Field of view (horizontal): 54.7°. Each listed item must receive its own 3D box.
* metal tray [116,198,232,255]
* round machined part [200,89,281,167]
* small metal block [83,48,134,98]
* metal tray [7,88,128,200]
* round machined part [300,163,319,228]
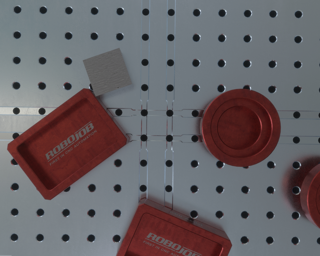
[{"bbox_3d":[0.017,0.161,0.410,0.131,0.030,0.090,23,90,0],"label":"metal tray"},{"bbox_3d":[0.101,-0.001,0.405,0.099,0.042,0.097,0,90,0],"label":"round machined part"},{"bbox_3d":[-0.068,-0.072,0.413,0.050,0.025,0.050,-19,90,-1],"label":"small metal block"},{"bbox_3d":[-0.119,0.021,0.409,0.130,0.030,0.090,-37,90,0],"label":"metal tray"},{"bbox_3d":[0.232,0.089,0.407,0.099,0.042,0.097,0,90,0],"label":"round machined part"}]
